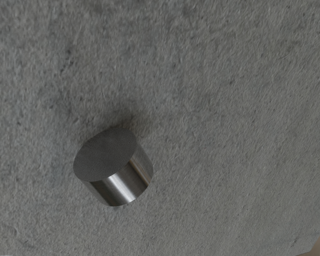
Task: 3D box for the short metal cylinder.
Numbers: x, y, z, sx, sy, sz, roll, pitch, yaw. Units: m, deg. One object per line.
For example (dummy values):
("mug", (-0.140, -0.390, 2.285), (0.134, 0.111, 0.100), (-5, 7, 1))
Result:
("short metal cylinder", (-0.055, 0.046, 0.371), (0.080, 0.080, 0.050), (-33, 129, -7))
